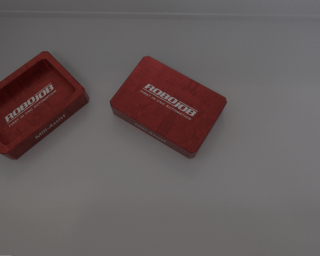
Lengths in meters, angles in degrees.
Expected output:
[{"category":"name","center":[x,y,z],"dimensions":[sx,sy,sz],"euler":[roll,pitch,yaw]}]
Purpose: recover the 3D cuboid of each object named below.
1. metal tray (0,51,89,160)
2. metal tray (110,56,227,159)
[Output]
[{"category":"metal tray","center":[-0.175,-0.033,0.417],"dimensions":[0.130,0.030,0.090],"euler":[-42,75,-14]},{"category":"metal tray","center":[0.011,-0.030,0.418],"dimensions":[0.130,0.030,0.090],"euler":[30,73,10]}]
